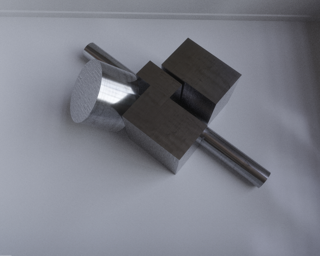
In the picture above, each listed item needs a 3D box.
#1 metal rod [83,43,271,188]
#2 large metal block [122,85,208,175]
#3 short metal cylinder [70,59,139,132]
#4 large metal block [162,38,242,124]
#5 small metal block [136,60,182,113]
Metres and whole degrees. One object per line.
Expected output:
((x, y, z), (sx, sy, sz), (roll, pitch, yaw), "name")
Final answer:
((0.014, -0.024, 0.418), (0.300, 0.025, 0.025), (37, 74, 12), "metal rod")
((0.005, 0.005, 0.378), (0.080, 0.080, 0.050), (37, 74, 12), "large metal block")
((-0.070, -0.039, 0.386), (0.050, 0.080, 0.080), (17, 65, -37), "short metal cylinder")
((0.049, -0.055, 0.401), (0.080, 0.080, 0.050), (38, 74, 12), "large metal block")
((-0.001, -0.049, 0.388), (0.050, 0.050, 0.025), (39, 75, 12), "small metal block")
